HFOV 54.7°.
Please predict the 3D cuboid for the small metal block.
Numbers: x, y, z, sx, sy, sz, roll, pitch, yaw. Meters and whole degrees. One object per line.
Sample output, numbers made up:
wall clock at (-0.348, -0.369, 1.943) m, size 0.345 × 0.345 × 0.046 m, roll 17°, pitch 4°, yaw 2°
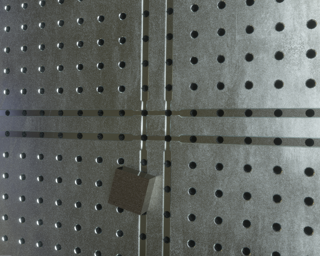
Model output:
small metal block at (-0.038, 0.085, 0.425) m, size 0.050 × 0.025 × 0.050 m, roll 16°, pitch 95°, yaw 19°
